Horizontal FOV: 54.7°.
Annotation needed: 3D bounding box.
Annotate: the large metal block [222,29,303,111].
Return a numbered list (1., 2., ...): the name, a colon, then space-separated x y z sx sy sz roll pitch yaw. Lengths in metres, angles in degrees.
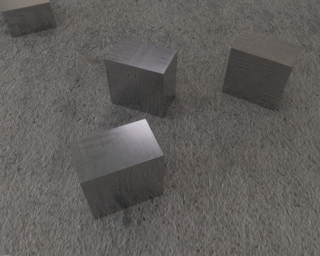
1. large metal block: 0.140 -0.081 0.436 0.080 0.080 0.050 24 54 18

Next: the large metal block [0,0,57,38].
1. large metal block: -0.244 -0.217 0.568 0.081 0.050 0.080 -19 53 -16

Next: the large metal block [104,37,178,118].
1. large metal block: -0.024 -0.068 0.424 0.080 0.080 0.050 17 52 13

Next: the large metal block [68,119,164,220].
1. large metal block: -0.043 0.045 0.329 0.081 0.080 0.050 -17 52 -14
